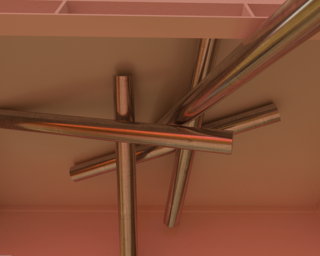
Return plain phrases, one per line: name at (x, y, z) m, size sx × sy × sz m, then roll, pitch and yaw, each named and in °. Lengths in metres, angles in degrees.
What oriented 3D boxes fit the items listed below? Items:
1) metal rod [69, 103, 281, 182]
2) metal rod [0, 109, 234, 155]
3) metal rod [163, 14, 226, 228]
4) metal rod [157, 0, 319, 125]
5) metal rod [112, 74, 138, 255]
metal rod at (0.010, 0.024, 0.429) m, size 0.301 × 0.025 × 0.025 m, roll -18°, pitch 128°, yaw 14°
metal rod at (-0.070, 0.001, 0.357) m, size 0.301 × 0.025 × 0.025 m, roll 6°, pitch 132°, yaw 16°
metal rod at (0.036, 0.014, 0.391) m, size 0.025 × 0.025 × 0.298 m, roll 5°, pitch 121°, yaw -5°
metal rod at (0.043, -0.031, 0.282) m, size 0.025 × 0.025 × 0.299 m, roll 16°, pitch 161°, yaw -13°
metal rod at (-0.043, 0.082, 0.400) m, size 0.025 × 0.025 × 0.298 m, roll 0°, pitch 106°, yaw 0°
